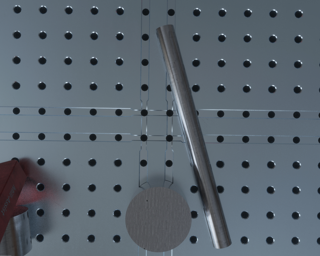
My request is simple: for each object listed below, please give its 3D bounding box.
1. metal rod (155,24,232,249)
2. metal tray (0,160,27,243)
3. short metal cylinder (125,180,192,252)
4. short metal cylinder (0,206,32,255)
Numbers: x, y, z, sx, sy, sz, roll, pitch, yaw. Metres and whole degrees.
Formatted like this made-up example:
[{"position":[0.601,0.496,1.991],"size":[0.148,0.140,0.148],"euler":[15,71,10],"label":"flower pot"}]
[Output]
[{"position":[0.045,0.011,0.413],"size":[0.025,0.025,0.298],"euler":[-15,90,0],"label":"metal rod"},{"position":[-0.220,0.095,0.360],"size":[0.090,0.130,0.030],"euler":[-15,120,0],"label":"metal tray"},{"position":[-0.002,0.111,0.401],"size":[0.081,0.050,0.080],"euler":[0,90,0],"label":"short metal cylinder"},{"position":[-0.205,0.133,0.384],"size":[0.080,0.080,0.050],"euler":[-6,90,0],"label":"short metal cylinder"}]
